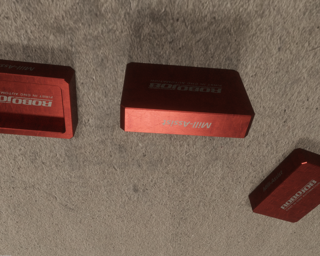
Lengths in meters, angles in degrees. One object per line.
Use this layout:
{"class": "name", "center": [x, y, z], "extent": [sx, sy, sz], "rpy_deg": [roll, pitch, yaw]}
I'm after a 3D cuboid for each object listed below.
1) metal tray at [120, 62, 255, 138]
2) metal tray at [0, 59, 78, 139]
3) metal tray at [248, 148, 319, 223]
{"class": "metal tray", "center": [0.026, -0.033, 0.336], "extent": [0.131, 0.090, 0.030], "rpy_deg": [4, 130, -4]}
{"class": "metal tray", "center": [-0.169, -0.034, 0.372], "extent": [0.131, 0.030, 0.089], "rpy_deg": [5, 130, -5]}
{"class": "metal tray", "center": [0.215, 0.095, 0.488], "extent": [0.091, 0.030, 0.129], "rpy_deg": [18, 128, -15]}
